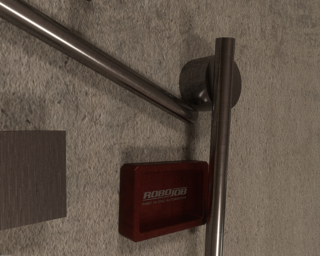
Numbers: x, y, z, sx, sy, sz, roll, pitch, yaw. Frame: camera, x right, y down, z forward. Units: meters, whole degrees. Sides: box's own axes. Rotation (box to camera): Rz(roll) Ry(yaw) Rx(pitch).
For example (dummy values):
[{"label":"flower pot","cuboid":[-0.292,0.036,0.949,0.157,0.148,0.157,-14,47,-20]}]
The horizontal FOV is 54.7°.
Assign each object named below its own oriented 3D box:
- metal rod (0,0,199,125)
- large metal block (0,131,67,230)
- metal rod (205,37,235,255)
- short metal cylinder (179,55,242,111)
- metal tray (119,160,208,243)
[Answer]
[{"label":"metal rod","cuboid":[-0.061,-0.071,0.354,0.301,0.025,0.025,27,73,-37]},{"label":"large metal block","cuboid":[-0.133,0.043,0.278,0.081,0.050,0.079,-1,91,-40]},{"label":"metal rod","cuboid":[0.080,0.033,0.418,0.025,0.025,0.298,-4,100,-40]},{"label":"short metal cylinder","cuboid":[0.074,-0.065,0.453,0.081,0.050,0.079,0,90,-40]},{"label":"metal tray","cuboid":[0.010,0.090,0.411,0.131,0.030,0.089,2,89,-40]}]
